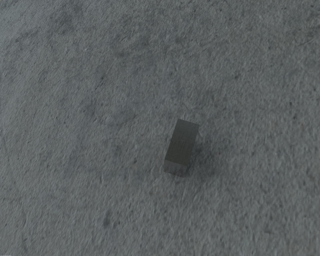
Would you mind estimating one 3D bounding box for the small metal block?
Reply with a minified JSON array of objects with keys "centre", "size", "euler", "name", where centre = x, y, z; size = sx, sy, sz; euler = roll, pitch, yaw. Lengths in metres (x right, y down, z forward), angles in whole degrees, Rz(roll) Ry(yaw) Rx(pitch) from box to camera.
[{"centre":[0.024,0.024,0.356],"size":[0.025,0.050,0.050],"euler":[17,68,6],"name":"small metal block"}]
